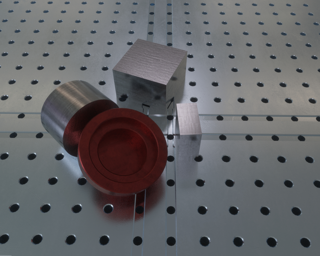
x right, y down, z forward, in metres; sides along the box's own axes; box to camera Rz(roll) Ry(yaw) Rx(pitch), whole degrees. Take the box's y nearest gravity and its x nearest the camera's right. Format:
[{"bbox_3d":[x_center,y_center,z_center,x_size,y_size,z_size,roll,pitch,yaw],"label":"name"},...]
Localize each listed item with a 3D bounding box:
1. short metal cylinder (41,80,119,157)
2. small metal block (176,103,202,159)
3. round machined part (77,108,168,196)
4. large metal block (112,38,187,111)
[{"bbox_3d":[-0.095,-0.011,0.378,0.080,0.080,0.050,-36,55,-26],"label":"short metal cylinder"},{"bbox_3d":[0.034,0.004,0.388,0.025,0.050,0.050,-2,50,-2],"label":"small metal block"},{"bbox_3d":[-0.044,0.030,0.356,0.099,0.042,0.098,7,67,-16],"label":"round machined part"},{"bbox_3d":[-0.013,-0.081,0.459,0.080,0.050,0.080,18,52,15],"label":"large metal block"}]
